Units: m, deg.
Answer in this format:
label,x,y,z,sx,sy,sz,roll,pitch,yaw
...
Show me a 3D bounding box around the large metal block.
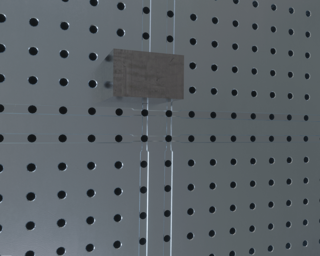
label,x,y,z,sx,sy,sz,roll,pitch,yaw
large metal block,-0.024,-0.058,0.374,0.081,0.080,0.050,0,90,-20
